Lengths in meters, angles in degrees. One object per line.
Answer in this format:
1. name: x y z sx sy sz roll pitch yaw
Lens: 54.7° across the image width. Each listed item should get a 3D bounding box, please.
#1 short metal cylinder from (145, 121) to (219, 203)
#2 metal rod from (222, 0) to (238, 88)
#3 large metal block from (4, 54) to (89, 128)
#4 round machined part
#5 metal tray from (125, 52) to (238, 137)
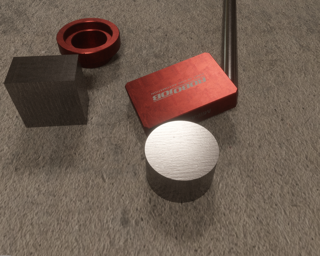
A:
1. short metal cylinder: 0.024 0.038 0.355 0.081 0.050 0.080 0 50 0
2. metal rod: 0.122 -0.162 0.540 0.025 0.025 0.300 7 50 5
3. large metal block: -0.142 -0.047 0.405 0.081 0.080 0.050 -3 50 -3
4. round machined part: -0.113 -0.134 0.503 0.099 0.042 0.098 0 50 0
5. metal tray: 0.028 -0.046 0.424 0.131 0.030 0.090 -22 53 -6
